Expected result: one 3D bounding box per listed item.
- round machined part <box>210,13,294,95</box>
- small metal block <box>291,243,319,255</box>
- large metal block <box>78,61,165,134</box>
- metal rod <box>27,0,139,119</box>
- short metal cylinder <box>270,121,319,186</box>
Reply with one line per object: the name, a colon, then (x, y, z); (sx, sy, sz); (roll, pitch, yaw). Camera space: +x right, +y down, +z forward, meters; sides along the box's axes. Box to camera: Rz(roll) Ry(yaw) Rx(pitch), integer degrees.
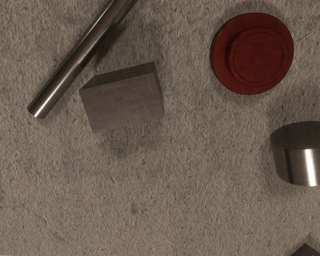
round machined part: (0.111, -0.086, 0.371); (0.099, 0.042, 0.097); (0, 110, -1)
small metal block: (0.237, 0.221, 0.495); (0.050, 0.025, 0.050); (36, 106, -13)
large metal block: (-0.040, -0.039, 0.365); (0.080, 0.080, 0.050); (-13, 110, 4)
metal rod: (-0.061, -0.126, 0.362); (0.025, 0.025, 0.299); (40, 105, -14)
short metal cylinder: (0.187, 0.030, 0.394); (0.080, 0.080, 0.050); (-15, 110, 5)
